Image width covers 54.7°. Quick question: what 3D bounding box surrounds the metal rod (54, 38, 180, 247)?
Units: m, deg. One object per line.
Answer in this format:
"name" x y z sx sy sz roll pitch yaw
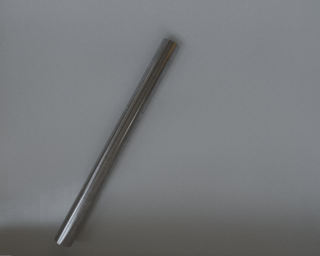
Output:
"metal rod" -0.056 0.019 0.410 0.025 0.025 0.299 29 90 -1
